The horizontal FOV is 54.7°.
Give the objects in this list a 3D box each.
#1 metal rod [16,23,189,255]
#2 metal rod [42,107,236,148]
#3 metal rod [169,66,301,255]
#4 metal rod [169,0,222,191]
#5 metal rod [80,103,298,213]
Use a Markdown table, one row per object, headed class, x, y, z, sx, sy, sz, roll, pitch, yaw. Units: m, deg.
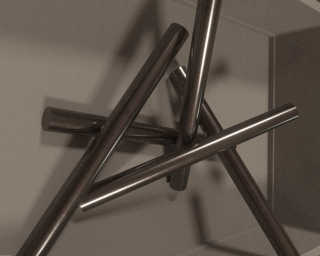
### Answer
| class | x | y | z | sx | sy | sz | roll | pitch | yaw |
| --- | --- | --- | --- | --- | --- | --- | --- | --- | --- |
| metal rod | -0.054 | 0.010 | 0.330 | 0.025 | 0.025 | 0.300 | 40 | 75 | -33 |
| metal rod | 0.000 | 0.010 | 0.408 | 0.302 | 0.025 | 0.025 | 10 | 84 | -40 |
| metal rod | 0.099 | 0.049 | 0.417 | 0.025 | 0.025 | 0.299 | -26 | 83 | -37 |
| metal rod | 0.042 | -0.052 | 0.366 | 0.025 | 0.025 | 0.298 | -17 | 125 | -39 |
| metal rod | 0.047 | 0.029 | 0.382 | 0.302 | 0.025 | 0.025 | -21 | 105 | -17 |
